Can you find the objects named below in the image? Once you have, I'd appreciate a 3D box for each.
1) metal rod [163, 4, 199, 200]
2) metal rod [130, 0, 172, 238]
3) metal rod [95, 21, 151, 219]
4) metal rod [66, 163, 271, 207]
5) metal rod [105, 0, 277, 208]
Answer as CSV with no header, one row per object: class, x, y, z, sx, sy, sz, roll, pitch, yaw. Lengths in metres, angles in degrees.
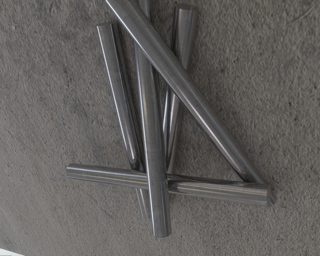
metal rod,0.014,0.000,0.399,0.025,0.025,0.298,18,126,17
metal rod,-0.009,-0.008,0.364,0.025,0.025,0.298,3,107,27
metal rod,-0.041,0.008,0.433,0.025,0.025,0.298,5,121,26
metal rod,-0.009,0.072,0.421,0.300,0.025,0.025,2,119,29
metal rod,0.046,-0.019,0.346,0.025,0.025,0.300,-25,113,37
